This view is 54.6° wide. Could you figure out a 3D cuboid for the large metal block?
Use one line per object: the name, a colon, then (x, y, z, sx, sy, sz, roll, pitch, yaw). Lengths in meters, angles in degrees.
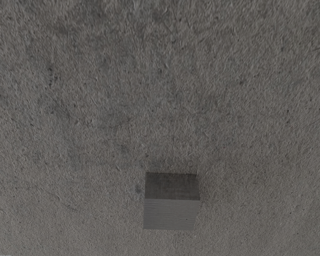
large metal block: (0.016, 0.117, 0.490, 0.080, 0.050, 0.080, 3, 130, -3)
